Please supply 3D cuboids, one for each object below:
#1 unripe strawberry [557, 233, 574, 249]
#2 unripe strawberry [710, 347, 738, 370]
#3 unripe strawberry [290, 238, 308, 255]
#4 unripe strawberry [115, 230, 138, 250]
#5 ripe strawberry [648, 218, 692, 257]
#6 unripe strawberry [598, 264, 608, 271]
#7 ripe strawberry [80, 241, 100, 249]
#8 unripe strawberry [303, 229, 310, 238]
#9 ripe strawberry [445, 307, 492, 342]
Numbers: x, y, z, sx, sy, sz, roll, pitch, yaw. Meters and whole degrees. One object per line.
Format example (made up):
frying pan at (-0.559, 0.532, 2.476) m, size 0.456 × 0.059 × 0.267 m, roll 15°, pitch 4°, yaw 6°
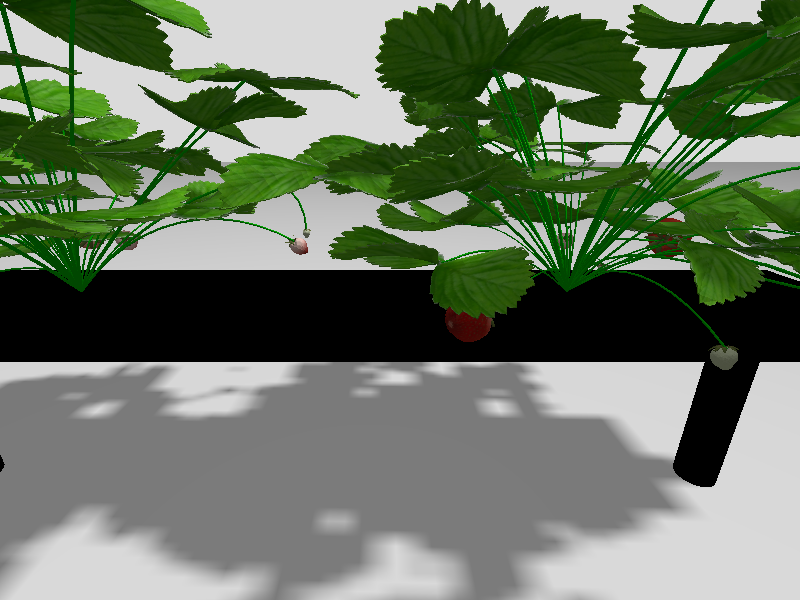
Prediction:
unripe strawberry at (0.213, -0.076, 0.520) m, size 0.024 × 0.021 × 0.024 m, roll 7°, pitch -3°, yaw 18°
unripe strawberry at (0.196, 0.035, 0.242) m, size 0.013 × 0.014 × 0.013 m, roll -6°, pitch 3°, yaw -16°
unripe strawberry at (-0.123, -0.066, 0.493) m, size 0.023 × 0.020 × 0.023 m, roll 25°, pitch -11°, yaw 47°
unripe strawberry at (-0.353, -0.077, 0.519) m, size 0.024 × 0.026 × 0.027 m, roll -7°, pitch 8°, yaw -18°
ripe strawberry at (0.332, -0.077, 0.491) m, size 0.049 × 0.047 × 0.045 m, roll -15°, pitch 25°, yaw -35°
unripe strawberry at (0.219, -0.034, 0.431) m, size 0.011 × 0.010 × 0.010 m, roll 19°, pitch -30°, yaw 41°
ripe strawberry at (-0.402, -0.085, 0.520) m, size 0.032 × 0.037 × 0.035 m, roll -13°, pitch 24°, yaw -30°
unripe strawberry at (-0.128, -0.091, 0.551) m, size 0.010 × 0.011 × 0.011 m, roll 17°, pitch 27°, yaw 37°
ripe strawberry at (0.044, 0.012, 0.270) m, size 0.033 × 0.035 × 0.031 m, roll -19°, pitch 28°, yaw -39°
